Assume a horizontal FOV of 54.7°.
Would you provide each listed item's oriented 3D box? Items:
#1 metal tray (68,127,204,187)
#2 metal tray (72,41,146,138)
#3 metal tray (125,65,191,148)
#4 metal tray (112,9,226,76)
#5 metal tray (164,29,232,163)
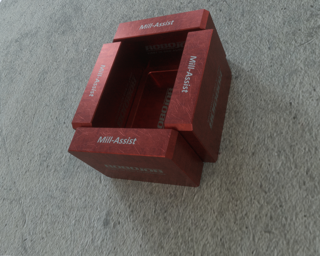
[{"bbox_3d":[-0.026,0.034,0.355,0.130,0.090,0.030,1,63,28],"label":"metal tray"},{"bbox_3d":[-0.058,-0.038,0.415,0.030,0.090,0.130,1,62,28],"label":"metal tray"},{"bbox_3d":[0.008,-0.023,0.411,0.090,0.030,0.130,1,62,28],"label":"metal tray"},{"bbox_3d":[0.014,-0.107,0.420,0.130,0.090,0.030,1,63,28],"label":"metal tray"},{"bbox_3d":[0.050,-0.036,0.358,0.030,0.090,0.130,1,62,28],"label":"metal tray"}]
